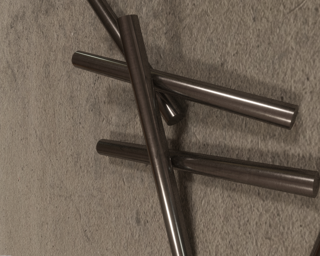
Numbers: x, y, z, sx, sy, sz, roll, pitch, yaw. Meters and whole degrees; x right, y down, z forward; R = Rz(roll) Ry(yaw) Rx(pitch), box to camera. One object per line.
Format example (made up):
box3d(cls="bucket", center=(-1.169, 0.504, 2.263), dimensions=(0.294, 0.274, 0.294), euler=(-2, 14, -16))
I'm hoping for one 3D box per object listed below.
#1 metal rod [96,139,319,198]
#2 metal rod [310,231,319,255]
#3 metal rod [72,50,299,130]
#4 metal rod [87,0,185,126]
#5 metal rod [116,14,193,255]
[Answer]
box3d(cls="metal rod", center=(0.028, 0.041, 0.379), dimensions=(0.300, 0.025, 0.025), euler=(6, 94, 39))
box3d(cls="metal rod", center=(0.158, 0.088, 0.273), dimensions=(0.025, 0.025, 0.298), euler=(24, 105, 37))
box3d(cls="metal rod", center=(0.006, -0.054, 0.372), dimensions=(0.300, 0.025, 0.025), euler=(20, 103, 29))
box3d(cls="metal rod", center=(-0.053, -0.127, 0.446), dimensions=(0.025, 0.025, 0.299), euler=(-47, 63, 30))
box3d(cls="metal rod", center=(-0.004, 0.020, 0.365), dimensions=(0.025, 0.025, 0.298), euler=(-8, 97, 39))
